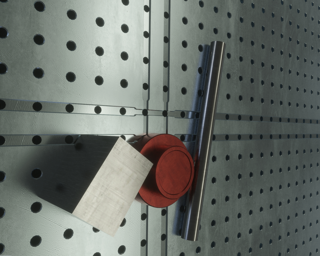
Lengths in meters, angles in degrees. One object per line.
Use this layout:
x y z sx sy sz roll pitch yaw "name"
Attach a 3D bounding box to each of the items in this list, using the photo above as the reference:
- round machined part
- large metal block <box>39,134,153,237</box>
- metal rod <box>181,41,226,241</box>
0.007 0.056 0.406 0.099 0.042 0.097 0 90 -40 "round machined part"
-0.066 0.054 0.319 0.050 0.080 0.080 44 64 -32 "large metal block"
0.067 0.014 0.467 0.025 0.025 0.299 16 80 -39 "metal rod"
